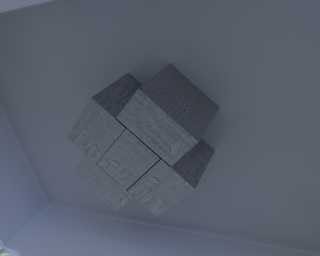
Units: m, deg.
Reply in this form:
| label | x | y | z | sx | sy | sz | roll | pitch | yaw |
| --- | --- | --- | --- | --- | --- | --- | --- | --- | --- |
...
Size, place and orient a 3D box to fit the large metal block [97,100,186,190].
| label | x | y | z | sx | sy | sz | roll | pitch | yaw |
| --- | --- | --- | --- | --- | --- | --- | --- | --- | --- |
| large metal block | -0.023 | 0.020 | 0.395 | 0.050 | 0.080 | 0.080 | 42 | 129 | -1 |

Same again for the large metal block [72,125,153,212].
| label | x | y | z | sx | sy | sz | roll | pitch | yaw |
| --- | --- | --- | --- | --- | --- | --- | --- | --- | --- |
| large metal block | -0.060 | 0.055 | 0.436 | 0.080 | 0.080 | 0.050 | 42 | 129 | -1 |

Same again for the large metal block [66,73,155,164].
| label | x | y | z | sx | sy | sz | roll | pitch | yaw |
| --- | --- | --- | --- | --- | --- | --- | --- | --- | --- |
| large metal block | -0.061 | -0.013 | 0.394 | 0.050 | 0.080 | 0.080 | 42 | 129 | -1 |

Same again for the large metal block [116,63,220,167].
| label | x | y | z | sx | sy | sz | roll | pitch | yaw |
| --- | --- | --- | --- | --- | --- | --- | --- | --- | --- |
| large metal block | 0.012 | -0.017 | 0.354 | 0.080 | 0.080 | 0.050 | 42 | 129 | -1 |

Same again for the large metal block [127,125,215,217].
| label | x | y | z | sx | sy | sz | roll | pitch | yaw |
| --- | --- | --- | --- | --- | --- | --- | --- | --- | --- |
| large metal block | 0.015 | 0.054 | 0.397 | 0.050 | 0.080 | 0.080 | 42 | 129 | -1 |
